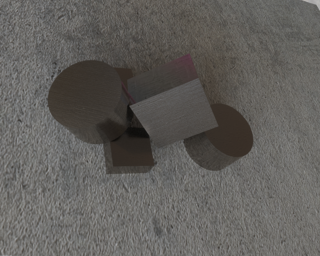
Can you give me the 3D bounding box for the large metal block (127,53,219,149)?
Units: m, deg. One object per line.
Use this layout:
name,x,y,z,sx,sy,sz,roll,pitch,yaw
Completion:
large metal block,0.016,-0.030,0.375,0.050,0.080,0.080,-100,164,-45

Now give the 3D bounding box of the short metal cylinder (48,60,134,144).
short metal cylinder,-0.074,-0.028,0.344,0.080,0.050,0.080,-3,68,9

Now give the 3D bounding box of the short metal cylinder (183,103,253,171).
short metal cylinder,0.079,0.013,0.426,0.081,0.050,0.080,14,56,-21

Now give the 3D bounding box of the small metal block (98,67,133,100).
small metal block,-0.060,-0.052,0.405,0.050,0.025,0.050,-1,62,-29

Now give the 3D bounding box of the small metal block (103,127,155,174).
small metal block,-0.039,0.027,0.369,0.050,0.025,0.050,3,61,-27
